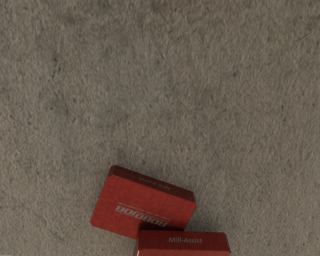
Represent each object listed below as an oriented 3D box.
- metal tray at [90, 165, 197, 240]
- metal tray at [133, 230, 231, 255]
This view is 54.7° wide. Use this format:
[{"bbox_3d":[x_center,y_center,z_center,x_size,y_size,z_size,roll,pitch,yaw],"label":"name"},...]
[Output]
[{"bbox_3d":[-0.024,0.117,0.450,0.131,0.030,0.089,21,109,-8],"label":"metal tray"},{"bbox_3d":[0.028,0.191,0.457,0.131,0.030,0.089,5,127,-10],"label":"metal tray"}]
